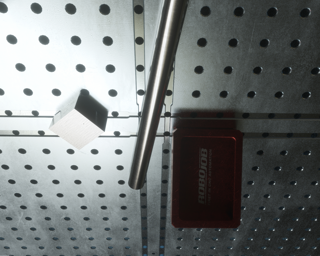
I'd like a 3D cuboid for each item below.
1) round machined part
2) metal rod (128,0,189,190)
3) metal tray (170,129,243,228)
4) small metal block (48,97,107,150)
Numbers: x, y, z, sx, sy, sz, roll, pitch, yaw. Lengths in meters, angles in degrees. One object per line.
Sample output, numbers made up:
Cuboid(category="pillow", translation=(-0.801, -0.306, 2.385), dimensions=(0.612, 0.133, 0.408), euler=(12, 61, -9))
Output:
Cuboid(category="round machined part", translation=(0.070, 0.080, 0.470), dimensions=(0.099, 0.042, 0.097), euler=(-1, 130, 0))
Cuboid(category="metal rod", translation=(-0.009, -0.025, 0.390), dimensions=(0.025, 0.025, 0.298), euler=(8, 130, -7))
Cuboid(category="metal tray", translation=(0.061, 0.066, 0.416), dimensions=(0.091, 0.030, 0.129), euler=(1, 92, -2))
Cuboid(category="small metal block", translation=(-0.107, -0.005, 0.406), dimensions=(0.050, 0.025, 0.050), euler=(-33, 123, 24))
